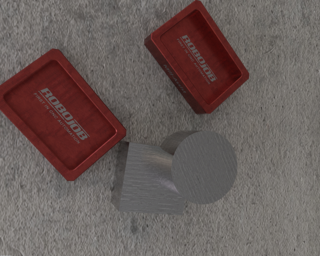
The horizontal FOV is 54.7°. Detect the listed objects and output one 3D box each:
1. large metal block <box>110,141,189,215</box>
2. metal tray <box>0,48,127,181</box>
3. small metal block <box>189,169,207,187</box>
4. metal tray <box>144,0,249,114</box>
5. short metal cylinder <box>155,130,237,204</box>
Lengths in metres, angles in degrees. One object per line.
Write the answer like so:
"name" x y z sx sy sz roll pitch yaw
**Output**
"large metal block" -0.012 0.062 0.392 0.081 0.050 0.080 9 87 -20
"metal tray" -0.114 -0.014 0.364 0.090 0.030 0.130 -42 104 -15
"small metal block" 0.053 0.060 0.416 0.050 0.050 0.025 -26 99 -18
"metal tray" 0.053 -0.094 0.425 0.090 0.030 0.130 -42 103 -15
"short metal cylinder" 0.041 0.043 0.358 0.081 0.050 0.080 0 90 -20
